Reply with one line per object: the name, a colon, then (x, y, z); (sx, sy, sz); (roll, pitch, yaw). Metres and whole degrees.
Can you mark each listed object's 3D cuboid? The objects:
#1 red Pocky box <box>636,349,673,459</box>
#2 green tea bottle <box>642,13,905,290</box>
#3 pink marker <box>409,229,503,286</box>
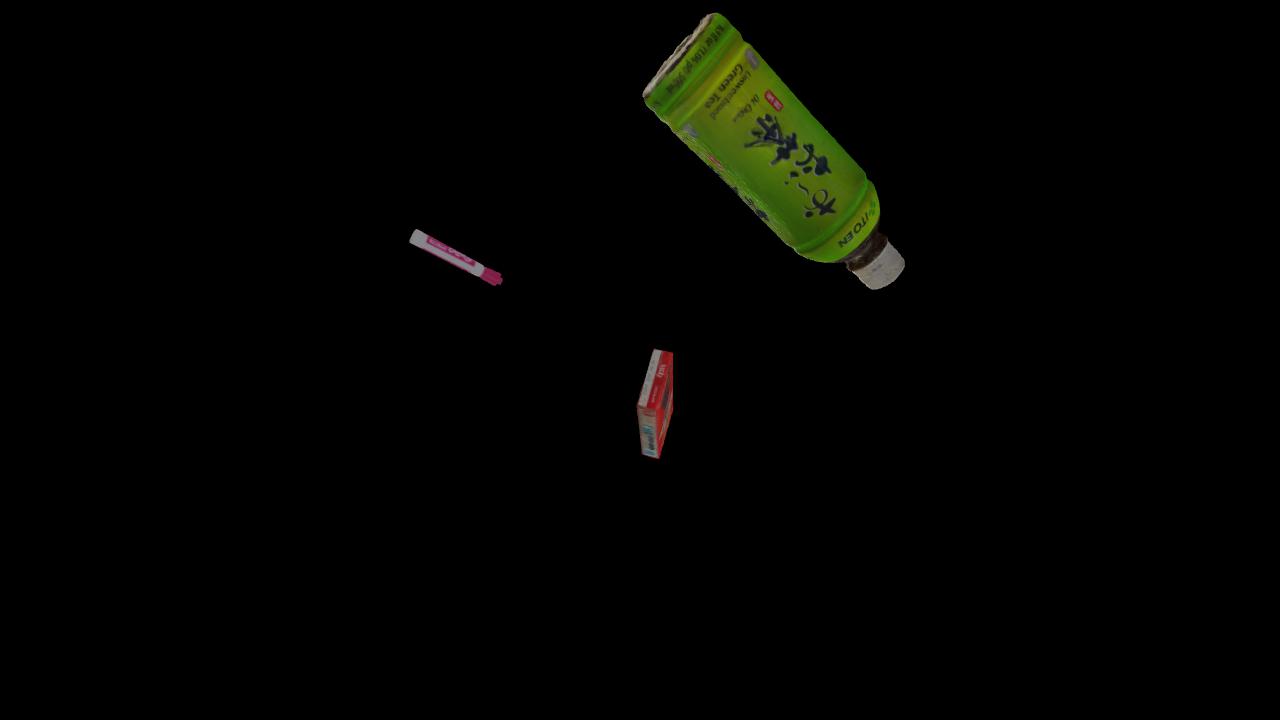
red Pocky box: (0.022, 0.059, 0.784); (0.028, 0.083, 0.155); (11, -29, 9)
green tea bottle: (0.100, -0.126, 0.409); (0.212, 0.073, 0.073); (37, -12, -17)
pink marker: (-0.226, -0.125, 0.766); (0.121, 0.020, 0.020); (28, -15, -31)
